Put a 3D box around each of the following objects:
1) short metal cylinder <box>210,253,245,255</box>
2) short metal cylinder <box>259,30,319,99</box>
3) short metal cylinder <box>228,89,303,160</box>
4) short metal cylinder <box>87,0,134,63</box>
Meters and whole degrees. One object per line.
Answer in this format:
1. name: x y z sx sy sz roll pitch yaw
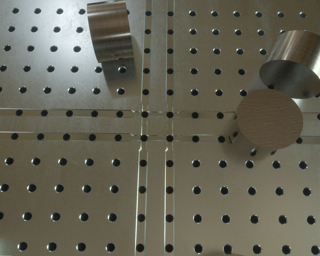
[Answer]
1. short metal cylinder: 0.077 0.178 0.334 0.081 0.050 0.080 0 70 0
2. short metal cylinder: 0.182 -0.083 0.414 0.080 0.080 0.050 27 73 9
3. short metal cylinder: 0.134 -0.004 0.401 0.081 0.050 0.080 0 70 0
4. short metal cylinder: -0.067 -0.134 0.431 0.050 0.080 0.080 -9 70 -3
